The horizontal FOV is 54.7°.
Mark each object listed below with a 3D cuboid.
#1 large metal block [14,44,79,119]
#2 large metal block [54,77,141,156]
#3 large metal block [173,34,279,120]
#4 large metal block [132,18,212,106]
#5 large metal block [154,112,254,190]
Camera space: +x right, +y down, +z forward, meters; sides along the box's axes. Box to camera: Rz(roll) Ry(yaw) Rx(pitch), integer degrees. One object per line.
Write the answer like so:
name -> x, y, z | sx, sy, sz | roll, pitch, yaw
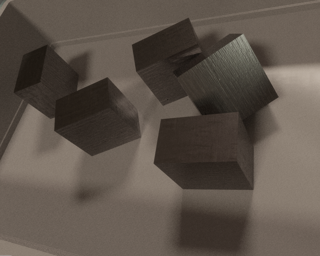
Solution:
large metal block -> -0.182, -0.074, 0.509 | 0.050, 0.080, 0.080 | -17, 55, 19
large metal block -> -0.082, -0.012, 0.419 | 0.080, 0.080, 0.050 | -21, 54, 15
large metal block -> 0.072, -0.050, 0.354 | 0.080, 0.080, 0.050 | -33, 16, 6
large metal block -> 0.020, -0.084, 0.410 | 0.080, 0.080, 0.050 | -22, 54, 15
large metal block -> 0.050, 0.028, 0.326 | 0.080, 0.080, 0.050 | -5, 60, 25
